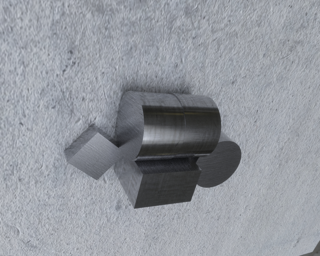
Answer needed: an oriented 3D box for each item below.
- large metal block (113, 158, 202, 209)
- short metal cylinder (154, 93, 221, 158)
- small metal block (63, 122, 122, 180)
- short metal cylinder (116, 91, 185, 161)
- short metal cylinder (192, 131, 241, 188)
[{"bbox_3d":[-0.006,0.054,0.404,0.081,0.080,0.050,1,118,-29],"label":"large metal block"},{"bbox_3d":[0.031,-0.003,0.388,0.050,0.080,0.079,1,118,-29],"label":"short metal cylinder"},{"bbox_3d":[-0.081,0.030,0.383,0.050,0.025,0.050,-44,129,2],"label":"small metal block"},{"bbox_3d":[-0.013,-0.002,0.365,0.050,0.080,0.079,1,118,-29],"label":"short metal cylinder"},{"bbox_3d":[0.071,0.040,0.456,0.081,0.050,0.079,-14,124,-21],"label":"short metal cylinder"}]
